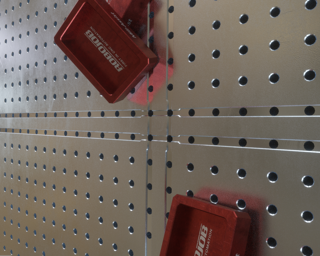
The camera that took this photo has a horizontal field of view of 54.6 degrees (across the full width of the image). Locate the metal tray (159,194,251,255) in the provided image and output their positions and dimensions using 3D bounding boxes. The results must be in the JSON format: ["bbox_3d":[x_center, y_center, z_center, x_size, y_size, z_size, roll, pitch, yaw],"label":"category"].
[{"bbox_3d":[0.042,0.148,0.343,0.090,0.030,0.130,5,78,46],"label":"metal tray"}]

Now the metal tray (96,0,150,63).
[{"bbox_3d":[-0.080,-0.169,0.473,0.090,0.030,0.129,51,120,28],"label":"metal tray"}]

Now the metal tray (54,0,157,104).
[{"bbox_3d":[-0.078,-0.111,0.437,0.130,0.030,0.090,48,117,3],"label":"metal tray"}]
